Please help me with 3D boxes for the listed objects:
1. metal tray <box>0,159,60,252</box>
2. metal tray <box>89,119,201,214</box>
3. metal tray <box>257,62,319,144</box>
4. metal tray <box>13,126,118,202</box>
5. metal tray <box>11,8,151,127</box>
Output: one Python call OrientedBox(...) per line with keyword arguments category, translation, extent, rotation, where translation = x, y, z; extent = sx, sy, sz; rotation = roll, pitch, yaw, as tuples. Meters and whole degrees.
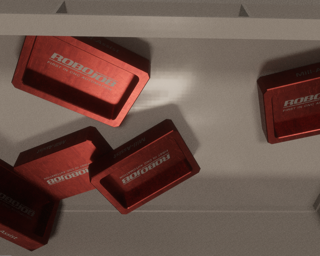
OrientedBox(category="metal tray", translation=(-0.217, 0.113, 0.458), extent=(0.030, 0.090, 0.130), rotation=(-31, 124, 23))
OrientedBox(category="metal tray", translation=(-0.020, 0.056, 0.428), extent=(0.130, 0.030, 0.090), rotation=(-31, 126, 2))
OrientedBox(category="metal tray", translation=(0.192, -0.033, 0.380), extent=(0.131, 0.030, 0.090), rotation=(-13, 129, 10))
OrientedBox(category="metal tray", translation=(-0.130, 0.056, 0.452), extent=(0.130, 0.030, 0.090), rotation=(-20, 128, 15))
OrientedBox(category="metal tray", translation=(-0.087, -0.062, 0.351), extent=(0.131, 0.030, 0.089), rotation=(23, 126, -19))
